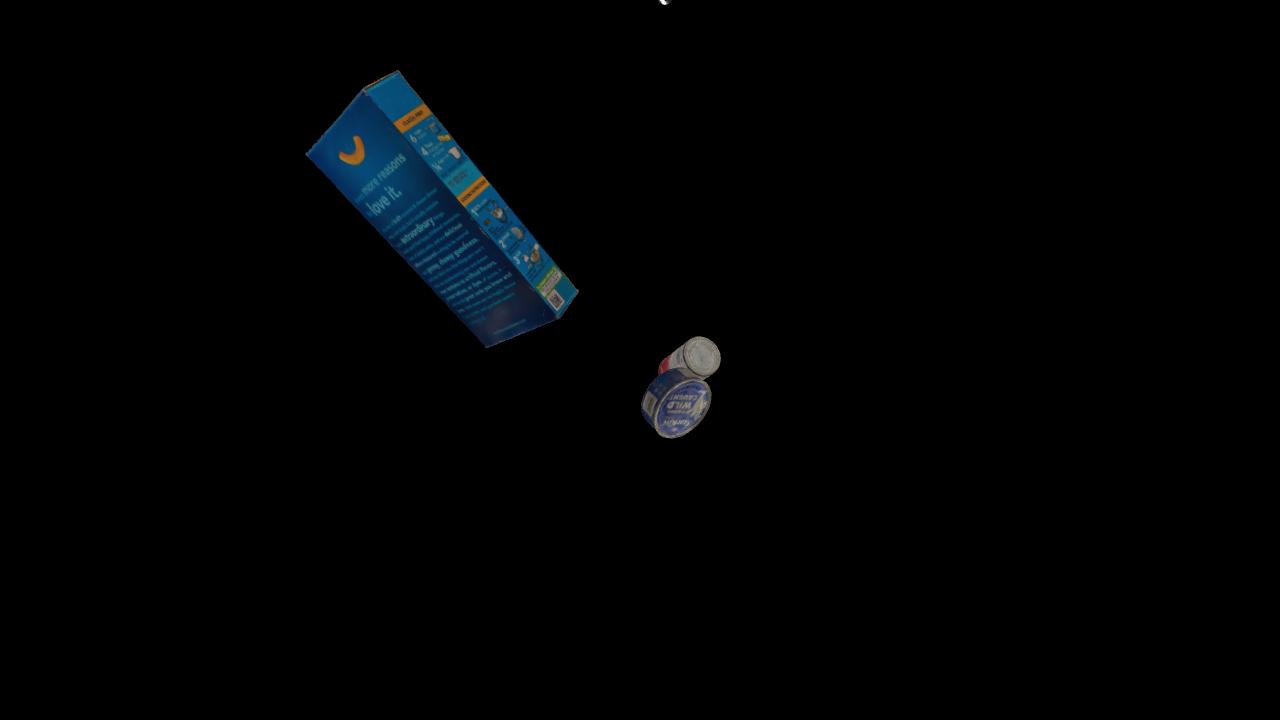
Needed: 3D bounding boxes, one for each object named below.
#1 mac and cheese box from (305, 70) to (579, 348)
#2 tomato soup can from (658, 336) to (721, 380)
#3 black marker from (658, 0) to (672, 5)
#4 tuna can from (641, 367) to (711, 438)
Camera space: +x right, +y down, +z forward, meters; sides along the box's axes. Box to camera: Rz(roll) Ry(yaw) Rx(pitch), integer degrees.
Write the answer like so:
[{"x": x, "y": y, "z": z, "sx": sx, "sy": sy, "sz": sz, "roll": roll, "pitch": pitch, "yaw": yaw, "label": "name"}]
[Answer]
[{"x": -0.136, "y": -0.095, "z": 0.437, "sx": 0.093, "sy": 0.184, "sz": 0.041, "roll": -16, "pitch": 32, "yaw": 41, "label": "mac and cheese box"}, {"x": 0.080, "y": 0.008, "z": 0.999, "sx": 0.068, "sy": 0.068, "sz": 0.101, "roll": 0, "pitch": -19, "yaw": -23, "label": "tomato soup can"}, {"x": 0.020, "y": -0.377, "z": 0.622, "sx": 0.020, "sy": 0.020, "sz": 0.121, "roll": 0, "pitch": 24, "yaw": 9, "label": "black marker"}, {"x": 0.044, "y": 0.052, "z": 0.746, "sx": 0.084, "sy": 0.084, "sz": 0.034, "roll": 0, "pitch": 28, "yaw": -38, "label": "tuna can"}]
